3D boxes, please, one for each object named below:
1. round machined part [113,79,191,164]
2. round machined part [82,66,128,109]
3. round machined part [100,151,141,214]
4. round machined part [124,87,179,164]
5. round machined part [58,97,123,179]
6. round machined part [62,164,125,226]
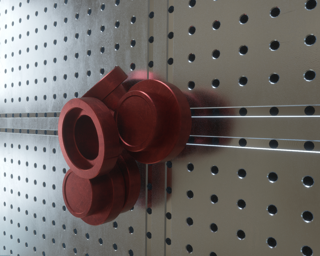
[{"bbox_3d":[-0.016,-0.008,0.356,0.098,0.042,0.097,-1,89,40],"label":"round machined part"},{"bbox_3d":[-0.081,-0.040,0.442,0.098,0.098,0.042,-34,104,35],"label":"round machined part"},{"bbox_3d":[-0.077,0.075,0.436,0.098,0.042,0.097,0,90,40],"label":"round machined part"},{"bbox_3d":[-0.018,-0.004,0.387,0.098,0.042,0.097,0,90,40],"label":"round machined part"},{"bbox_3d":[-0.081,0.010,0.383,0.098,0.042,0.097,10,105,41],"label":"round machined part"},{"bbox_3d":[-0.096,0.084,0.424,0.098,0.042,0.097,0,90,40],"label":"round machined part"}]
